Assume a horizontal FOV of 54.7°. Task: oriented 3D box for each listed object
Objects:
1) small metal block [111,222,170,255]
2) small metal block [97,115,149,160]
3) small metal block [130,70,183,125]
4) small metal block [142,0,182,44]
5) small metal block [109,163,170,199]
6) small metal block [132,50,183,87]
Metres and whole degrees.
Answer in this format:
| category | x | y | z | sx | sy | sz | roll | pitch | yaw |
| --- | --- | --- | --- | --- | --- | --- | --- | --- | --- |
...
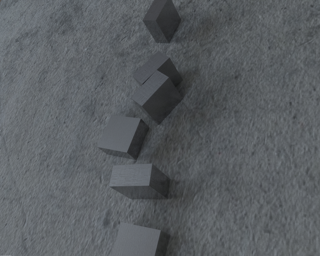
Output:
| category | x | y | z | sx | sy | sz | roll | pitch | yaw |
| --- | --- | --- | --- | --- | --- | --- | --- | --- | --- |
| small metal block | -0.022 | 0.133 | 0.333 | 0.050 | 0.025 | 0.050 | 2 | 62 | 28 |
| small metal block | -0.050 | 0.012 | 0.421 | 0.050 | 0.025 | 0.050 | 7 | 65 | 31 |
| small metal block | -0.003 | -0.040 | 0.412 | 0.050 | 0.050 | 0.025 | -48 | 52 | -5 |
| small metal block | 0.004 | -0.170 | 0.488 | 0.025 | 0.050 | 0.050 | 14 | 69 | 33 |
| small metal block | -0.022 | 0.063 | 0.359 | 0.050 | 0.050 | 0.025 | -6 | 59 | 25 |
| small metal block | -0.002 | -0.070 | 0.430 | 0.050 | 0.050 | 0.025 | -45 | 51 | -3 |
